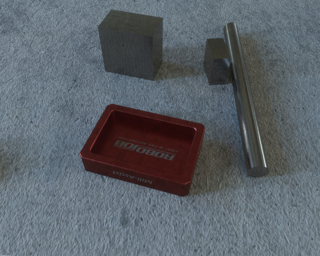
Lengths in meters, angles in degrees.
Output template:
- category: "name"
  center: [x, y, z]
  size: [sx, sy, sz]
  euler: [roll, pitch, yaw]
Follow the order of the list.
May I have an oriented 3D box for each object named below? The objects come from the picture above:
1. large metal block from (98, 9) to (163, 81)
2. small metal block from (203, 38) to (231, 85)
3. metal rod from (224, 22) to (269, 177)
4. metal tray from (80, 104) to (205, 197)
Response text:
- category: "large metal block"
  center: [-0.042, -0.126, 0.473]
  size: [0.080, 0.080, 0.050]
  euler: [13, 51, 10]
- category: "small metal block"
  center: [0.086, -0.101, 0.473]
  size: [0.025, 0.050, 0.050]
  euler: [-4, 50, -4]
- category: "metal rod"
  center: [0.120, -0.063, 0.457]
  size: [0.025, 0.025, 0.300]
  euler: [2, 50, 1]
- category: "metal tray"
  center: [-0.018, 0.023, 0.380]
  size: [0.131, 0.030, 0.090]
  euler: [13, 51, 10]
